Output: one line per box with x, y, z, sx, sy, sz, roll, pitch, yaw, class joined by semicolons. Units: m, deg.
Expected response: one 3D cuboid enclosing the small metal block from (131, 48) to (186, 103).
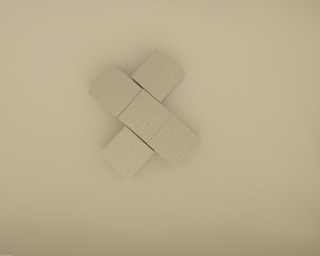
-0.002;-0.067;0.409;0.050;0.025;0.050;42;89;0;small metal block

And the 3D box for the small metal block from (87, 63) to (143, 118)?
-0.058;-0.048;0.409;0.050;0.025;0.050;41;90;0;small metal block

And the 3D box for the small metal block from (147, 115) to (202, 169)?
0.019;0.018;0.409;0.050;0.025;0.050;41;90;0;small metal block

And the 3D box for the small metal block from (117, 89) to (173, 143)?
-0.019;-0.015;0.408;0.050;0.025;0.050;41;90;0;small metal block

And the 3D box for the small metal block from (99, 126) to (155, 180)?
-0.042;0.032;0.409;0.050;0.025;0.050;43;91;0;small metal block
